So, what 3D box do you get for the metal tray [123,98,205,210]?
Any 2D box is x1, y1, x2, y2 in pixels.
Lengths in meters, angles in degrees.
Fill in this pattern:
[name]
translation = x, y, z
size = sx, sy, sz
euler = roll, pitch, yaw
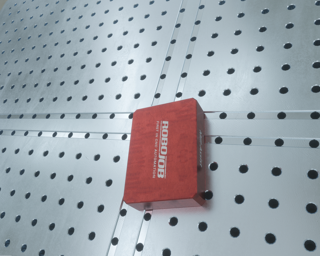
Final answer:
[metal tray]
translation = 0.007, 0.031, 0.383
size = 0.090, 0.030, 0.130
euler = -10, 57, 22
